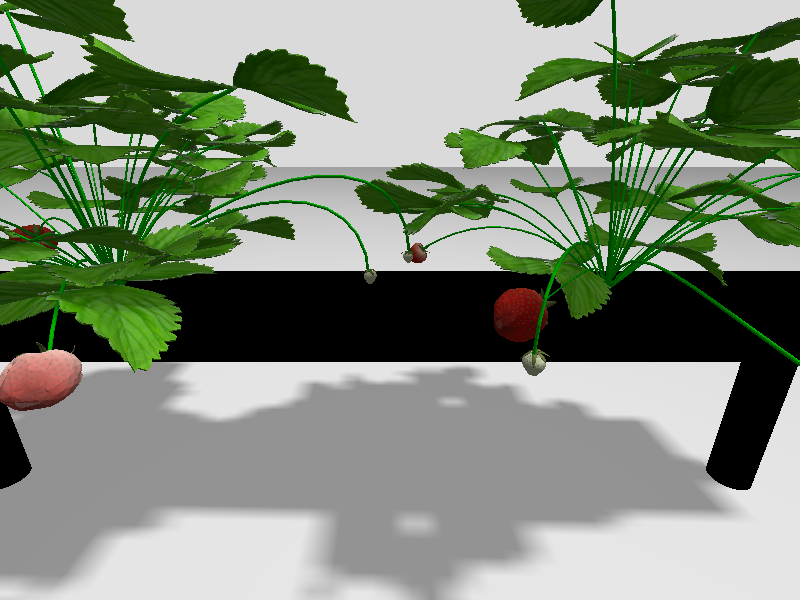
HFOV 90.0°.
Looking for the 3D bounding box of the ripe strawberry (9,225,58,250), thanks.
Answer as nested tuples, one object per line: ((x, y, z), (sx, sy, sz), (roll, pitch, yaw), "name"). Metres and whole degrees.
((-0.440, -0.070, 0.481), (0.040, 0.039, 0.044), (-9, 11, 38), "ripe strawberry")

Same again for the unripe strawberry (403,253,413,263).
((0.008, -0.040, 0.373), (0.010, 0.010, 0.011), (-1, 20, -3), "unripe strawberry")

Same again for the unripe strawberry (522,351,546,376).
((0.074, 0.036, 0.222), (0.013, 0.014, 0.014), (14, 25, 34), "unripe strawberry")

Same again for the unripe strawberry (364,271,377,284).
((-0.025, -0.019, 0.333), (0.011, 0.011, 0.010), (3, 20, 7), "unripe strawberry")

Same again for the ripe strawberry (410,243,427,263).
((0.020, -0.053, 0.460), (0.022, 0.022, 0.020), (-30, 0, 36), "ripe strawberry")

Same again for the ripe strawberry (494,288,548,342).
((0.077, 0.011, 0.267), (0.039, 0.038, 0.036), (-18, 27, -39), "ripe strawberry")

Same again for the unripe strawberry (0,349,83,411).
((-0.175, 0.040, 0.194), (0.033, 0.029, 0.030), (-9, 33, -24), "unripe strawberry")
